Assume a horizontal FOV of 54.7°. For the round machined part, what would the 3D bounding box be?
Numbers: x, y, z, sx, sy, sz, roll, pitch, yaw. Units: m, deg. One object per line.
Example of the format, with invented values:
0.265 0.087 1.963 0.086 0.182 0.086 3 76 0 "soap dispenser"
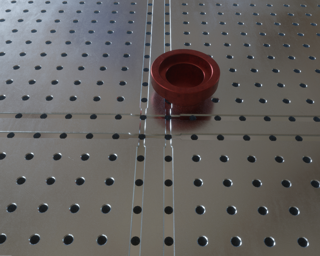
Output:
0.036 -0.070 0.456 0.099 0.042 0.098 0 50 0 "round machined part"
